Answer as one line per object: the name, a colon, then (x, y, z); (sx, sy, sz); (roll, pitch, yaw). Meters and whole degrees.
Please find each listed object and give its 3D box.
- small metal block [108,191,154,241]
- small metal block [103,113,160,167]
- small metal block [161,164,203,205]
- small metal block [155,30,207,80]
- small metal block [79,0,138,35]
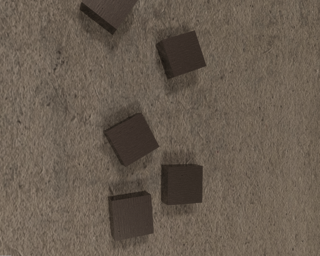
small metal block: (-0.037, 0.111, 0.396); (0.050, 0.025, 0.050); (-5, 92, -20)
small metal block: (-0.037, 0.014, 0.396); (0.050, 0.025, 0.050); (-30, 100, -18)
small metal block: (0.030, 0.076, 0.421); (0.050, 0.025, 0.050); (1, 90, -21)
small metal block: (0.029, -0.099, 0.421); (0.050, 0.025, 0.050); (-22, 98, -19)
small metal block: (-0.063, -0.155, 0.386); (0.050, 0.025, 0.050); (35, 78, -17)
